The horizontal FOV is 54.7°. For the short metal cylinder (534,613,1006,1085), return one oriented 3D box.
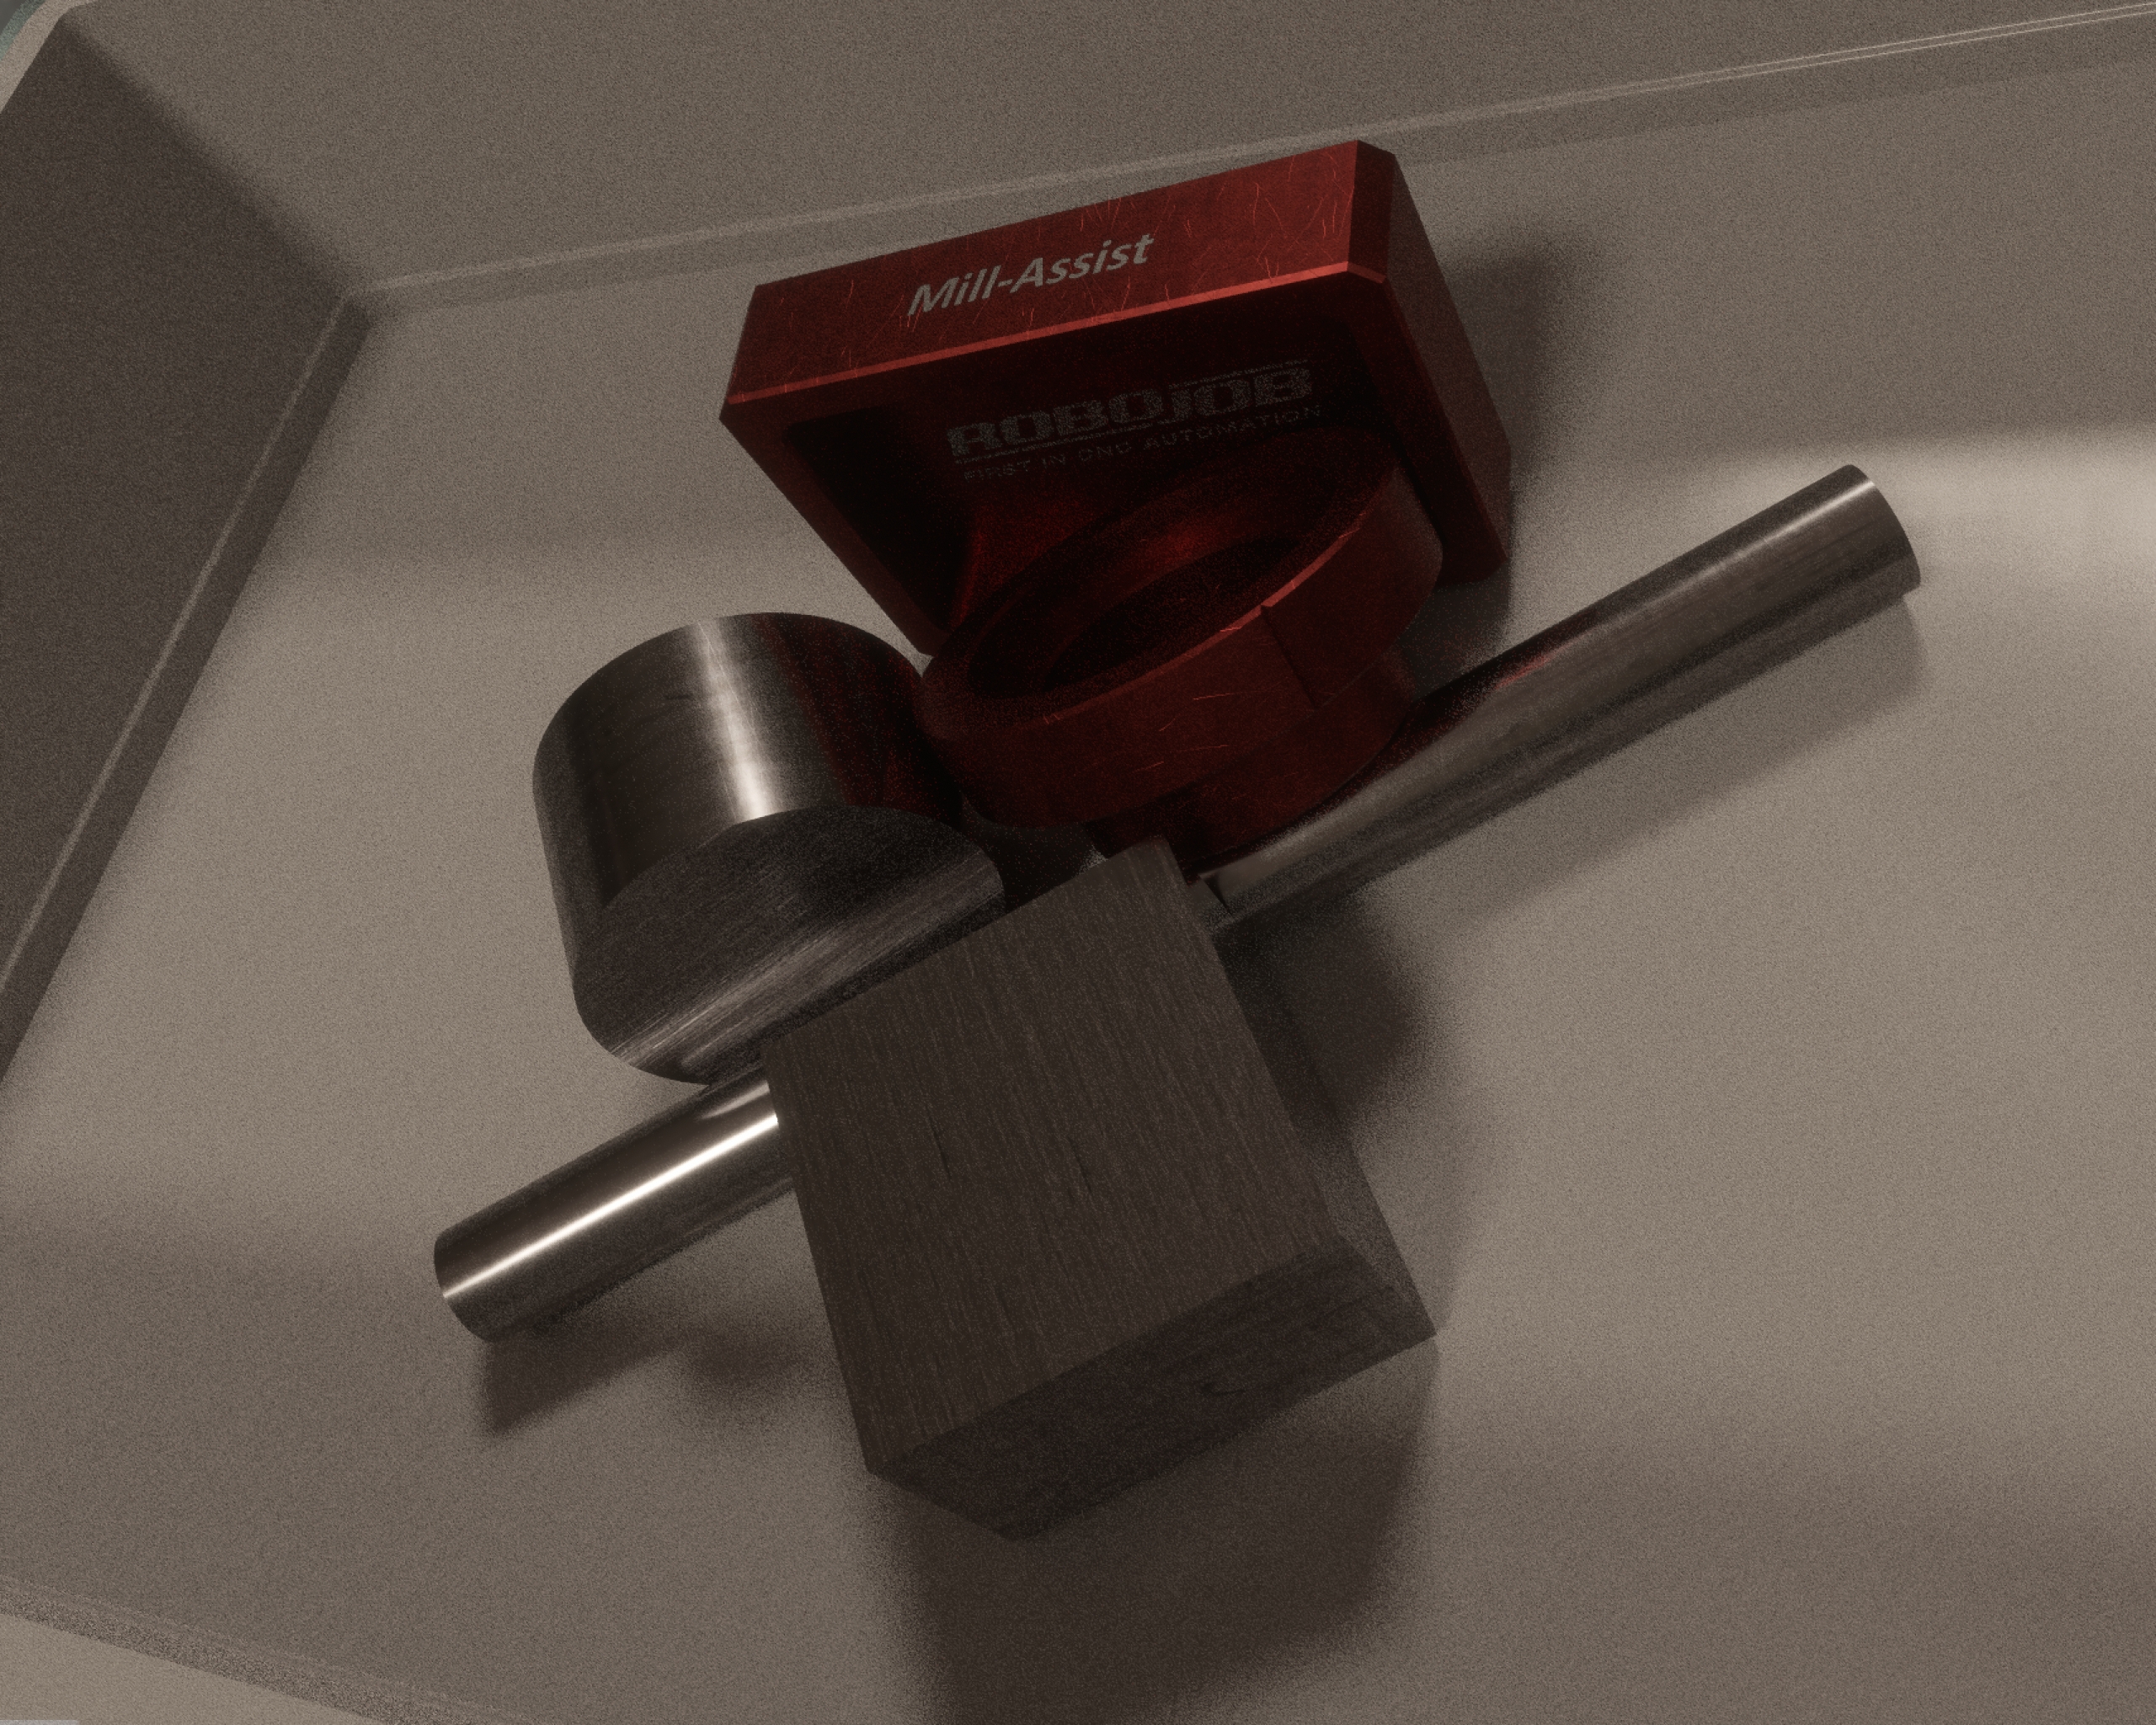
[{"bbox_3d":[-0.060,-0.001,0.399,0.080,0.080,0.050,-29,52,9],"label":"short metal cylinder"}]

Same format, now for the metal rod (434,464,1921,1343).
[{"bbox_3d":[0.011,0.012,0.389,0.301,0.025,0.025,-29,52,9],"label":"metal rod"}]

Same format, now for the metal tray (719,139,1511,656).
[{"bbox_3d":[0.009,-0.083,0.406,0.130,0.090,0.030,-6,59,24],"label":"metal tray"}]

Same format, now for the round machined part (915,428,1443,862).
[{"bbox_3d":[0.023,-0.036,0.384,0.098,0.042,0.098,-26,24,13],"label":"round machined part"}]

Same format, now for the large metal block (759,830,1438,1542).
[{"bbox_3d":[0.002,0.055,0.350,0.080,0.050,0.080,-29,52,9],"label":"large metal block"}]
